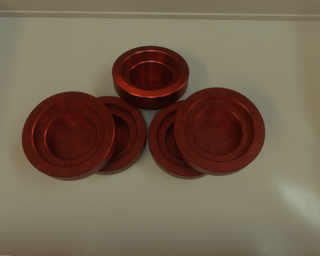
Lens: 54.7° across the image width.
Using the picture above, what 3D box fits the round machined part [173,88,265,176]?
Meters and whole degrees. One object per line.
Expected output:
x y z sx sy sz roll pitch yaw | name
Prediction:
0.064 0.007 0.353 0.099 0.042 0.098 0 70 0 | round machined part

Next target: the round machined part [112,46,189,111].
-0.012 -0.062 0.411 0.099 0.042 0.098 1 52 -1 | round machined part

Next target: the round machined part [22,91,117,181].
-0.098 0.011 0.350 0.099 0.042 0.098 0 70 0 | round machined part

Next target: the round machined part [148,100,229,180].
0.035 0.017 0.393 0.099 0.042 0.098 0 70 0 | round machined part

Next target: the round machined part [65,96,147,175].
-0.066 0.012 0.394 0.099 0.042 0.098 0 70 0 | round machined part
